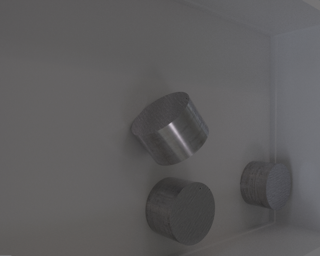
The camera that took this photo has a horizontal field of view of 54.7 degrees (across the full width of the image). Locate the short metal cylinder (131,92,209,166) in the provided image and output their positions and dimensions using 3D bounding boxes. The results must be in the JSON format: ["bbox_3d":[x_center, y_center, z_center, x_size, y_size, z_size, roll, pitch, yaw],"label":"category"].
[{"bbox_3d":[0.013,0.000,0.381,0.080,0.080,0.050,-50,120,-28],"label":"short metal cylinder"}]

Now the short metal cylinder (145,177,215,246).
[{"bbox_3d":[0.028,0.109,0.414,0.081,0.050,0.080,0,90,-40],"label":"short metal cylinder"}]

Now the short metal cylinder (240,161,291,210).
[{"bbox_3d":[0.187,0.100,0.547,0.081,0.050,0.080,0,90,-40],"label":"short metal cylinder"}]
